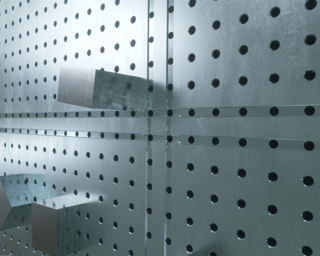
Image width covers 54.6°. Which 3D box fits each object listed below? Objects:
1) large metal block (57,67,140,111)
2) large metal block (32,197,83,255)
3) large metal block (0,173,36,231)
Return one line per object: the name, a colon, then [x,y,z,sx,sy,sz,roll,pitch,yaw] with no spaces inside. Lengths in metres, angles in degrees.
large metal block: [-0.088,-0.056,0.448,0.080,0.081,0.050,12,98,39]
large metal block: [-0.181,0.171,0.544,0.080,0.050,0.080,-1,90,40]
large metal block: [-0.315,0.156,0.656,0.080,0.050,0.080,50,119,28]
